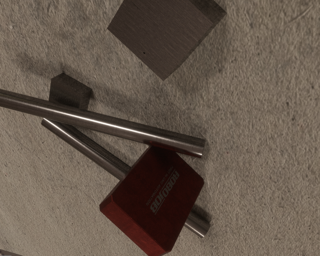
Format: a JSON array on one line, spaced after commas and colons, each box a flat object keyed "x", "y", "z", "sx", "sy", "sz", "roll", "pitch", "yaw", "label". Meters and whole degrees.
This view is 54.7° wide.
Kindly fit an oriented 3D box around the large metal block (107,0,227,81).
[{"x": 0.007, "y": -0.110, "z": 0.318, "sx": 0.080, "sy": 0.050, "sz": 0.080, "roll": 43, "pitch": 129, "yaw": -2, "label": "large metal block"}]

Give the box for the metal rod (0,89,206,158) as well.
[{"x": -0.089, "y": -0.009, "z": 0.419, "sx": 0.301, "sy": 0.025, "sz": 0.025, "roll": 14, "pitch": 125, "yaw": 10, "label": "metal rod"}]

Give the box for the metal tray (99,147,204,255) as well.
[{"x": -0.003, "y": 0.082, "z": 0.390, "sx": 0.090, "sy": 0.131, "sz": 0.030, "roll": 44, "pitch": 129, "yaw": -3, "label": "metal tray"}]

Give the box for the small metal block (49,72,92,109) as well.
[{"x": -0.130, "y": -0.044, "z": 0.446, "sx": 0.050, "sy": 0.025, "sz": 0.050, "roll": 30, "pitch": 128, "yaw": 8, "label": "small metal block"}]

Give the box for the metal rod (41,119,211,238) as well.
[{"x": -0.055, "y": 0.070, "z": 0.477, "sx": 0.301, "sy": 0.025, "sz": 0.025, "roll": 34, "pitch": 129, "yaw": 5, "label": "metal rod"}]
